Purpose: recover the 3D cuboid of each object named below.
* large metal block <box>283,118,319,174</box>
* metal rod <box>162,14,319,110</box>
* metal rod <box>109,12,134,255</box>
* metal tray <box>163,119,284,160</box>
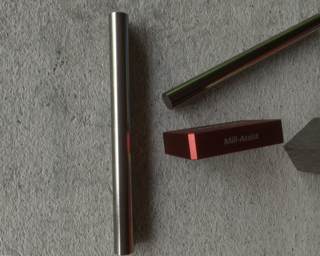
[{"bbox_3d":[0.256,0.027,0.477,0.080,0.080,0.050,-38,103,-16],"label":"large metal block"},{"bbox_3d":[0.135,-0.105,0.460,0.302,0.025,0.025,-29,100,-18],"label":"metal rod"},{"bbox_3d":[-0.049,0.007,0.391,0.025,0.025,0.298,-1,91,-20],"label":"metal rod"},{"bbox_3d":[0.080,0.012,0.405,0.131,0.090,0.030,-8,93,-20],"label":"metal tray"}]
